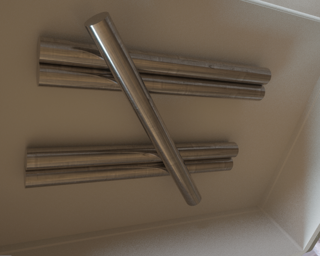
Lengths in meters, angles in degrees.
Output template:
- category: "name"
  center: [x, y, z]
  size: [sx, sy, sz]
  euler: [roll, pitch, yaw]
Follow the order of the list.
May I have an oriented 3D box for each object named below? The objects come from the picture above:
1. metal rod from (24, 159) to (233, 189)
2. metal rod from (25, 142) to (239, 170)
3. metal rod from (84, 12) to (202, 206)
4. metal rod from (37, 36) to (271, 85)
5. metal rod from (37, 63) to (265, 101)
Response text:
- category: "metal rod"
  center: [-0.023, 0.057, 0.429]
  size: [0.303, 0.025, 0.025]
  euler: [0, 119, -29]
- category: "metal rod"
  center: [-0.017, 0.035, 0.418]
  size: [0.303, 0.025, 0.025]
  euler: [0, 119, -29]
- category: "metal rod"
  center: [-0.004, 0.004, 0.375]
  size: [0.025, 0.025, 0.299]
  euler: [-33, 129, -7]
- category: "metal rod"
  center: [0.016, -0.074, 0.369]
  size: [0.303, 0.025, 0.025]
  euler: [0, 118, -29]
- category: "metal rod"
  center: [0.012, -0.053, 0.380]
  size: [0.303, 0.025, 0.025]
  euler: [0, 118, -29]
